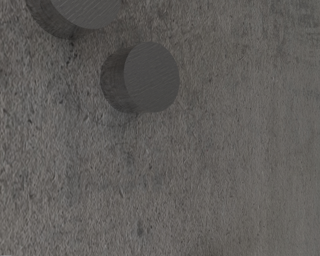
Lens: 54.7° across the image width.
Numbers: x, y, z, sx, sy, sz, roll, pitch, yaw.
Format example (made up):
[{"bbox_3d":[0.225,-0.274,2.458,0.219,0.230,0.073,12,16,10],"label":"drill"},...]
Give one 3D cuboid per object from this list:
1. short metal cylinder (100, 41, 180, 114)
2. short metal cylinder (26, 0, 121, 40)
[{"bbox_3d":[-0.023,-0.058,0.369,0.081,0.050,0.080,0,90,-40],"label":"short metal cylinder"},{"bbox_3d":[-0.087,-0.135,0.315,0.081,0.050,0.080,0,90,-40],"label":"short metal cylinder"}]
